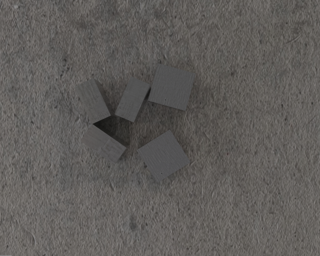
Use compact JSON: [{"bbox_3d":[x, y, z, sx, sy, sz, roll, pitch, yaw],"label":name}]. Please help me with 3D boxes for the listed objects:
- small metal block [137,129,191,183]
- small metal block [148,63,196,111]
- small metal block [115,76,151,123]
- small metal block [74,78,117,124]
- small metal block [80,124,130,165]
[{"bbox_3d":[0.005,0.036,0.410,0.050,0.025,0.050,-32,90,0],"label":"small metal block"},{"bbox_3d":[0.015,-0.053,0.410,0.050,0.025,0.050,15,90,0],"label":"small metal block"},{"bbox_3d":[-0.033,-0.035,0.397,0.025,0.050,0.050,23,90,0],"label":"small metal block"},{"bbox_3d":[-0.081,-0.033,0.397,0.025,0.050,0.050,-25,90,0],"label":"small metal block"},{"bbox_3d":[-0.068,0.019,0.397,0.050,0.050,0.025,35,90,0],"label":"small metal block"}]
